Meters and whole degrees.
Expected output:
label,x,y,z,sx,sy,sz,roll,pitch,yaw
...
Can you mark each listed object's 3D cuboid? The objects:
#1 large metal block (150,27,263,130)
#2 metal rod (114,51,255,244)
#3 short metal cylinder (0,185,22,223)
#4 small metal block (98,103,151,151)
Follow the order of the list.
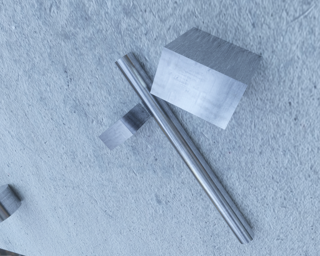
label,x,y,z,sx,sy,sz,roll,pitch,yaw
large metal block,0.049,-0.054,0.312,0.080,0.080,0.050,27,128,11
metal rod,0.038,0.034,0.407,0.025,0.025,0.299,-26,105,37
short metal cylinder,-0.344,0.164,0.654,0.080,0.080,0.050,-16,110,34
small metal block,-0.047,-0.002,0.414,0.050,0.050,0.025,-34,99,38
